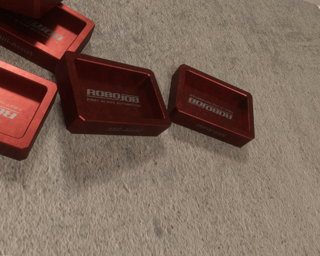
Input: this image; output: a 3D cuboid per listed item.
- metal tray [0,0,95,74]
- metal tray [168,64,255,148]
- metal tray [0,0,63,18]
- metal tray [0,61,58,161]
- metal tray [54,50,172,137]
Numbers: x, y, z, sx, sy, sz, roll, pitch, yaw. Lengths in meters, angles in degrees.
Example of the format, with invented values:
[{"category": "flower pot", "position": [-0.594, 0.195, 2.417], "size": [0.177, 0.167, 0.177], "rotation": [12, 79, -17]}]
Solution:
[{"category": "metal tray", "position": [-0.162, -0.133, 0.395], "size": [0.131, 0.030, 0.090], "rotation": [28, 52, -11]}, {"category": "metal tray", "position": [0.078, -0.033, 0.464], "size": [0.131, 0.030, 0.090], "rotation": [20, 54, -17]}, {"category": "metal tray", "position": [-0.192, -0.181, 0.376], "size": [0.131, 0.030, 0.090], "rotation": [17, 39, -4]}, {"category": "metal tray", "position": [-0.185, -0.030, 0.319], "size": [0.131, 0.030, 0.090], "rotation": [23, 53, -15]}, {"category": "metal tray", "position": [-0.053, -0.037, 0.375], "size": [0.131, 0.030, 0.090], "rotation": [4, 59, -43]}]
